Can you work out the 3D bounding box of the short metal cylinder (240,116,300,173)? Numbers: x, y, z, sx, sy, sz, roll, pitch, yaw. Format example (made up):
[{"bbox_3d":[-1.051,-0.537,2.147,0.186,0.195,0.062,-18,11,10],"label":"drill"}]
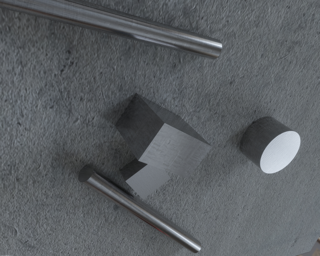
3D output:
[{"bbox_3d":[0.181,0.028,0.509,0.081,0.050,0.079,-14,124,-21],"label":"short metal cylinder"}]

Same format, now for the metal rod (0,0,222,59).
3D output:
[{"bbox_3d":[-0.061,-0.108,0.307,0.302,0.025,0.025,5,116,-31],"label":"metal rod"}]

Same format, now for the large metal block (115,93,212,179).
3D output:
[{"bbox_3d":[0.003,0.009,0.380,0.080,0.080,0.050,26,104,-38],"label":"large metal block"}]

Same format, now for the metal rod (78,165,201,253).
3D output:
[{"bbox_3d":[-0.014,0.140,0.487,0.025,0.025,0.300,-43,130,1],"label":"metal rod"}]

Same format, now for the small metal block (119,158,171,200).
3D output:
[{"bbox_3d":[-0.020,0.066,0.438,0.050,0.025,0.050,-37,130,-4],"label":"small metal block"}]
